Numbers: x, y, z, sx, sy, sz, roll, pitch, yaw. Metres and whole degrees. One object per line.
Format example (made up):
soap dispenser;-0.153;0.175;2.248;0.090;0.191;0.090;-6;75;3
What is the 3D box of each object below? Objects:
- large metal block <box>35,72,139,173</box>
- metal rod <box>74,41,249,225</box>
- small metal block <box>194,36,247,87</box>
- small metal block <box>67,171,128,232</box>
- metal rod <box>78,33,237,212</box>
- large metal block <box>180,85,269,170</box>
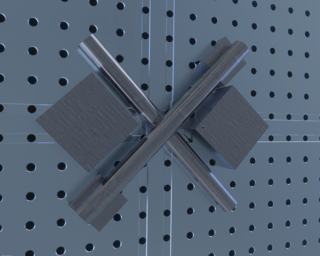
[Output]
large metal block;-0.086;-0.006;0.368;0.080;0.050;0.080;-45;104;-14
metal rod;0.012;-0.004;0.390;0.301;0.025;0.025;-47;105;-14
small metal block;0.087;-0.093;0.445;0.050;0.025;0.050;-46;104;-14
small metal block;-0.077;0.090;0.384;0.050;0.025;0.050;46;76;-14
metal rod;0.005;0.003;0.413;0.025;0.025;0.300;-45;104;-14
large metal block;0.089;-0.001;0.432;0.080;0.050;0.080;45;76;-15
